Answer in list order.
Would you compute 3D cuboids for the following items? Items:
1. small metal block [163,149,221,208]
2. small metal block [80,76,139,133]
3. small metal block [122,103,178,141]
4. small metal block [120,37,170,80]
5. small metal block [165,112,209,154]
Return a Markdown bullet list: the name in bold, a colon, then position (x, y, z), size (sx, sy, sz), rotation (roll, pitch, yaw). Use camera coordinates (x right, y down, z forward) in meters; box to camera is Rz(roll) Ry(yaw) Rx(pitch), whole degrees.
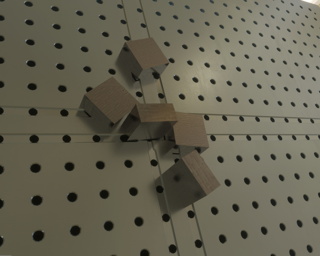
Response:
- **small metal block**: position (0.037, 0.062, 0.374), size (0.025, 0.050, 0.050), rotation (-26, 76, -37)
- **small metal block**: position (-0.063, -0.030, 0.392), size (0.050, 0.025, 0.050), rotation (44, 51, 2)
- **small metal block**: position (-0.013, -0.007, 0.389), size (0.050, 0.050, 0.025), rotation (-3, 63, -30)
- **small metal block**: position (-0.023, -0.103, 0.459), size (0.050, 0.025, 0.050), rotation (-22, 74, -36)
- **small metal block**: position (0.035, 0.007, 0.422), size (0.050, 0.025, 0.050), rotation (6, 59, -25)
